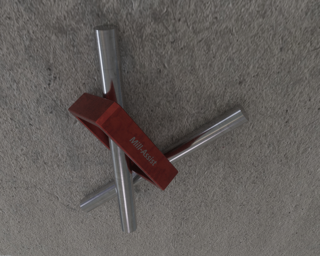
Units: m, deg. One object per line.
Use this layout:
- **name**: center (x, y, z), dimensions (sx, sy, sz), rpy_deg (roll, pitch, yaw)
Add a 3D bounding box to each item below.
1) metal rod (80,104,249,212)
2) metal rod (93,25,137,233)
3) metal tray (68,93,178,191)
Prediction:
- **metal rod**: center (-0.008, 0.054, 0.453), dimensions (0.299, 0.025, 0.025), rpy_deg (-33, 123, 24)
- **metal rod**: center (-0.052, 0.024, 0.396), dimensions (0.025, 0.025, 0.298), rpy_deg (-2, 121, 1)
- **metal tray**: center (-0.044, 0.017, 0.380), dimensions (0.030, 0.090, 0.130), rpy_deg (-50, 125, -15)
